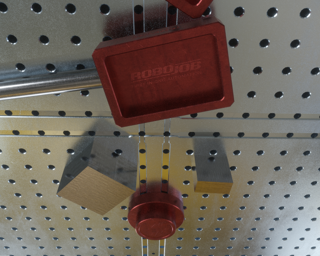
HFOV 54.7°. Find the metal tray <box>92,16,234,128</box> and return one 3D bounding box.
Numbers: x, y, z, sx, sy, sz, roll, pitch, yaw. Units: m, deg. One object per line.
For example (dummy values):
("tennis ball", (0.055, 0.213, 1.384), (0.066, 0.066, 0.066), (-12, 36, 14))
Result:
("metal tray", (0.006, -0.056, 0.327), (0.131, 0.030, 0.089), (-11, 119, 7))

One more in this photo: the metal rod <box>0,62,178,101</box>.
("metal rod", (-0.129, -0.052, 0.365), (0.302, 0.025, 0.025), (-6, 130, 5))

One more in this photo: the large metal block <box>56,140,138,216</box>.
("large metal block", (-0.091, 0.076, 0.459), (0.080, 0.050, 0.080), (34, 122, -26))

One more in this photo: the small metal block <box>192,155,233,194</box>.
("small metal block", (0.075, 0.068, 0.454), (0.050, 0.050, 0.025), (4, 130, -4))

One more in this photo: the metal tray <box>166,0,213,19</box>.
("metal tray", (0.006, -0.168, 0.265), (0.131, 0.030, 0.090), (26, 125, -21))

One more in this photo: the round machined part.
("round machined part", (-0.007, 0.158, 0.535), (0.099, 0.042, 0.097), (-1, 130, 0))
